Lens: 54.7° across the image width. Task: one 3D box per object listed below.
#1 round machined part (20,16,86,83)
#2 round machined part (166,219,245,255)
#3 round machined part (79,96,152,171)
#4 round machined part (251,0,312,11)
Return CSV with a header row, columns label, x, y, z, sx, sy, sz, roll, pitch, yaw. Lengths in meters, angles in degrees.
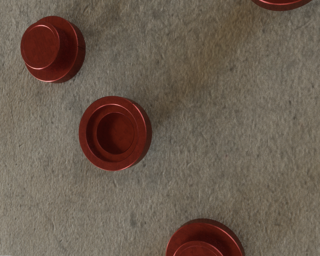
label,x,y,z,sx,sy,sz,roll,pitch,yaw
round machined part,-0.163,-0.117,0.456,0.098,0.042,0.097,0,90,19
round machined part,0.053,0.166,0.381,0.098,0.042,0.097,0,90,19
round machined part,-0.056,0.007,0.419,0.098,0.042,0.097,0,90,19
round machined part,0.142,-0.181,0.350,0.098,0.042,0.097,0,90,19
